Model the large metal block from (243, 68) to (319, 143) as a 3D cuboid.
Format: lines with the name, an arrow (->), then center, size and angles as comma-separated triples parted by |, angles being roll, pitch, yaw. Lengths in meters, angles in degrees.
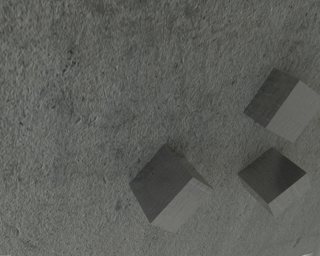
large metal block -> 0.190, -0.033, 0.474 | 0.080, 0.050, 0.080 | 21, 107, -36

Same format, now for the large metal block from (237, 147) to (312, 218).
large metal block -> 0.196, 0.092, 0.535 | 0.080, 0.080, 0.050 | -37, 129, -3

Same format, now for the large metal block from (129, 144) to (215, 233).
large metal block -> 0.013, 0.082, 0.429 | 0.080, 0.080, 0.050 | -49, 129, 6
